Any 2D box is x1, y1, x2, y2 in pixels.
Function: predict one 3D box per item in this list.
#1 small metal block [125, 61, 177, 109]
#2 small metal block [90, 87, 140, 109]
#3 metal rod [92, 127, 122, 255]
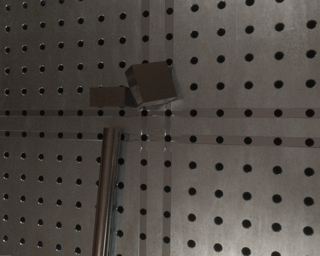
[{"bbox_3d":[-0.012,-0.056,0.401,0.025,0.050,0.050,-27,78,60],"label":"small metal block"},{"bbox_3d":[-0.059,-0.040,0.419,0.050,0.050,0.025,1,91,19],"label":"small metal block"},{"bbox_3d":[-0.081,0.149,0.439,0.025,0.025,0.298,6,92,19],"label":"metal rod"}]
